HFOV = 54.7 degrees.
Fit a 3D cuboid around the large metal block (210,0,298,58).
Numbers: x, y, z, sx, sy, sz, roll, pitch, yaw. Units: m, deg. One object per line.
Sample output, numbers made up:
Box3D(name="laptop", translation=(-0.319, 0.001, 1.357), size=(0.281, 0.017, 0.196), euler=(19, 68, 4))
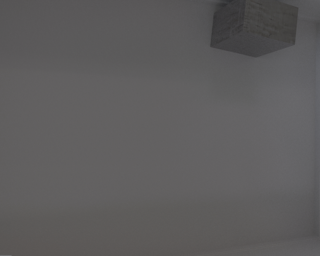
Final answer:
Box3D(name="large metal block", translation=(0.127, -0.138, 0.428), size=(0.081, 0.080, 0.050), euler=(7, 88, -20))
